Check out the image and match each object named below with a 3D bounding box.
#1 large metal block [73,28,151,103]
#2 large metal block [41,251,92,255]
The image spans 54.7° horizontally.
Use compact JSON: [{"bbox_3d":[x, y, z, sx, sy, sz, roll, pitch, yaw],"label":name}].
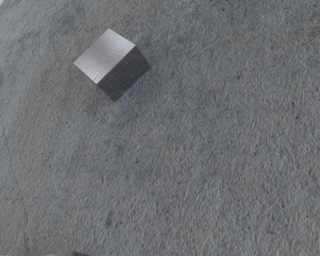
[{"bbox_3d":[-0.076,-0.100,0.489,0.080,0.050,0.080,-46,51,-4],"label":"large metal block"},{"bbox_3d":[-0.116,0.184,0.335,0.080,0.050,0.080,-15,55,19],"label":"large metal block"}]
